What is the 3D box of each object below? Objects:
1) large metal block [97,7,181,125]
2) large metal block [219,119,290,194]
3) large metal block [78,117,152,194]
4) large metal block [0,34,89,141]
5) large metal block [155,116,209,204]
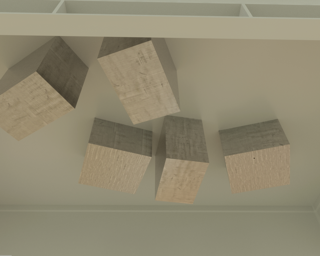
[{"bbox_3d":[-0.017,-0.064,0.318,0.050,0.080,0.080,-16,129,13],"label":"large metal block"},{"bbox_3d":[0.131,0.041,0.430,0.080,0.050,0.080,-12,129,9],"label":"large metal block"},{"bbox_3d":[-0.061,0.040,0.426,0.081,0.050,0.079,14,129,-12],"label":"large metal block"},{"bbox_3d":[-0.131,-0.044,0.334,0.080,0.080,0.050,-26,126,20],"label":"large metal block"},{"bbox_3d":[0.025,0.041,0.409,0.050,0.080,0.079,7,130,-7],"label":"large metal block"}]
